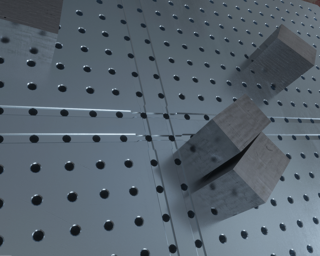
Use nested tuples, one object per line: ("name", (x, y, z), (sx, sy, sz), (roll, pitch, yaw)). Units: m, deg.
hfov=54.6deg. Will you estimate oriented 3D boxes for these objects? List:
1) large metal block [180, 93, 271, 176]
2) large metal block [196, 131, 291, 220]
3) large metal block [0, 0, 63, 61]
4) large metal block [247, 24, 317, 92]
("large metal block", (0.086, 0.009, 0.413), (0.080, 0.080, 0.050), (-34, 81, -38))
("large metal block", (0.104, 0.061, 0.391), (0.050, 0.080, 0.080), (47, 51, 4))
("large metal block", (-0.168, -0.139, 0.386), (0.081, 0.050, 0.080), (10, 57, -23))
("large metal block", (0.223, -0.127, 0.569), (0.080, 0.080, 0.050), (34, 51, -6))
